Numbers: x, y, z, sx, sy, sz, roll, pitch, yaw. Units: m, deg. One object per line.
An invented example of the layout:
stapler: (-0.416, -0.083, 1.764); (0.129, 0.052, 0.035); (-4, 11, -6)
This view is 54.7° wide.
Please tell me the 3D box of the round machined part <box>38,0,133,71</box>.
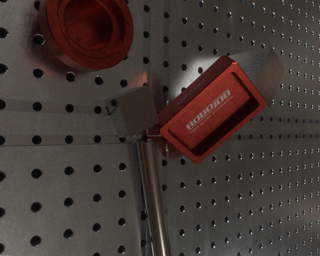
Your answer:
round machined part: (-0.081, -0.109, 0.332); (0.099, 0.042, 0.097); (0, 91, -40)

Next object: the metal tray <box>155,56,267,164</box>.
metal tray: (0.068, -0.021, 0.418); (0.130, 0.030, 0.090); (-42, 123, 9)

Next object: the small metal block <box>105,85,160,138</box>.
small metal block: (-0.033, -0.021, 0.383); (0.050, 0.025, 0.050); (-28, 108, -37)

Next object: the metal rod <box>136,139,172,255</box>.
metal rod: (0.002, 0.163, 0.413); (0.025, 0.025, 0.298); (-13, 99, -40)

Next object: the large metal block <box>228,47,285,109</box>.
large metal block: (0.138, -0.075, 0.491); (0.050, 0.080, 0.080); (45, 62, -32)
